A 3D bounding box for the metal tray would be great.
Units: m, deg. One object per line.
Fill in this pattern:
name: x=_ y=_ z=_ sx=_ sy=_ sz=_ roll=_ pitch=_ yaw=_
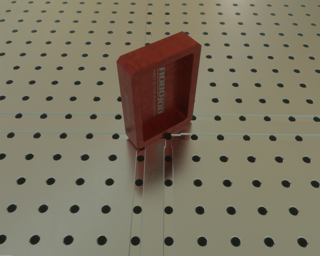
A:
metal tray: x=0.000 y=-0.041 z=0.374 sx=0.091 sy=0.129 sz=0.030 roll=-28 pitch=56 yaw=-22
